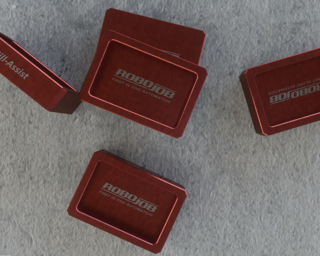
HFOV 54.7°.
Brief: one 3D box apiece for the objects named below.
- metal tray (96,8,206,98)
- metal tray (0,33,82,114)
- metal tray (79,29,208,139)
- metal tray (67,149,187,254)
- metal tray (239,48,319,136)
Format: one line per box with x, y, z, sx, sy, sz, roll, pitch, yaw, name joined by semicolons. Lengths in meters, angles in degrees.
-0.015;-0.095;0.407;0.131;0.030;0.089;14;90;-1;metal tray
-0.160;-0.069;0.375;0.130;0.090;0.030;38;90;-1;metal tray
-0.019;-0.051;0.376;0.131;0.030;0.090;22;90;-1;metal tray
-0.042;0.094;0.406;0.131;0.030;0.090;25;90;-1;metal tray
0.182;-0.050;0.409;0.131;0.030;0.090;-17;90;-1;metal tray
